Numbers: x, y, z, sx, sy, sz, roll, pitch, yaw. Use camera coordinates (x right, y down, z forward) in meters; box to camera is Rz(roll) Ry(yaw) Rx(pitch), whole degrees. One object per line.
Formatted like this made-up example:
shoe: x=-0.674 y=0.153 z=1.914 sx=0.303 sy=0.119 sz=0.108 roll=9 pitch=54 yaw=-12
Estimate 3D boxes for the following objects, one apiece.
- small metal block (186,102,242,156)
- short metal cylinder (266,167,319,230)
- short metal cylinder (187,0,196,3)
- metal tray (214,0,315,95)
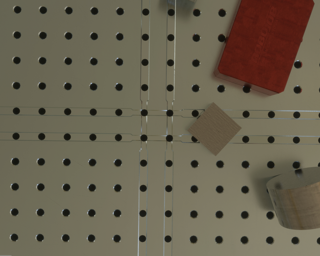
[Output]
small metal block: x=0.071 y=0.001 z=0.414 sx=0.050 sy=0.025 sz=0.050 roll=42 pitch=90 yaw=0
short metal cylinder: x=0.181 y=0.086 z=0.387 sx=0.080 sy=0.080 sz=0.050 roll=-18 pitch=90 yaw=0
short metal cylinder: x=0.035 y=-0.205 z=0.386 sx=0.050 sy=0.080 sz=0.080 roll=21 pitch=90 yaw=0
metal tray: x=0.136 y=-0.118 z=0.412 sx=0.090 sy=0.030 sz=0.129 roll=19 pitch=90 yaw=0
